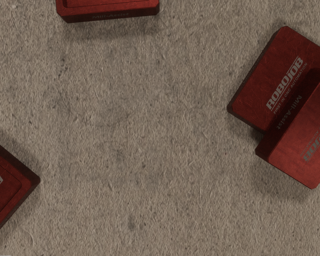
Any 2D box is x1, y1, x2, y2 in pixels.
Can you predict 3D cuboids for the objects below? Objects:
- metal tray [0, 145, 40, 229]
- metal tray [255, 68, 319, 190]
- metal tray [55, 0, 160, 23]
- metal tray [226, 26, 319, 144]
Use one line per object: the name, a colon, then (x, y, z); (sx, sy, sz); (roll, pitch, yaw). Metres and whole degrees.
metal tray: (-0.235, 0.091, 0.404); (0.090, 0.030, 0.130); (40, 90, -1)
metal tray: (0.193, 0.002, 0.389); (0.090, 0.030, 0.130); (31, 96, -21)
metal tray: (-0.070, -0.192, 0.406); (0.131, 0.030, 0.089); (-6, 90, -1)
metal tray: (0.161, -0.055, 0.410); (0.090, 0.030, 0.130); (33, 90, -1)
